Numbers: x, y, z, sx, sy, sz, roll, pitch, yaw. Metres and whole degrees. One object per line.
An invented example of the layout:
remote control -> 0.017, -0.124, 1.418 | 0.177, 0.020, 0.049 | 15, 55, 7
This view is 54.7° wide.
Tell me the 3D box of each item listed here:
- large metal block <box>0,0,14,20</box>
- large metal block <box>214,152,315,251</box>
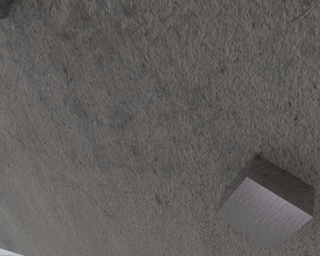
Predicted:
large metal block -> -0.233, -0.193, 0.394 | 0.080, 0.050, 0.080 | 46, 129, -4
large metal block -> 0.127, 0.091, 0.380 | 0.080, 0.050, 0.079 | 32, 129, 7
